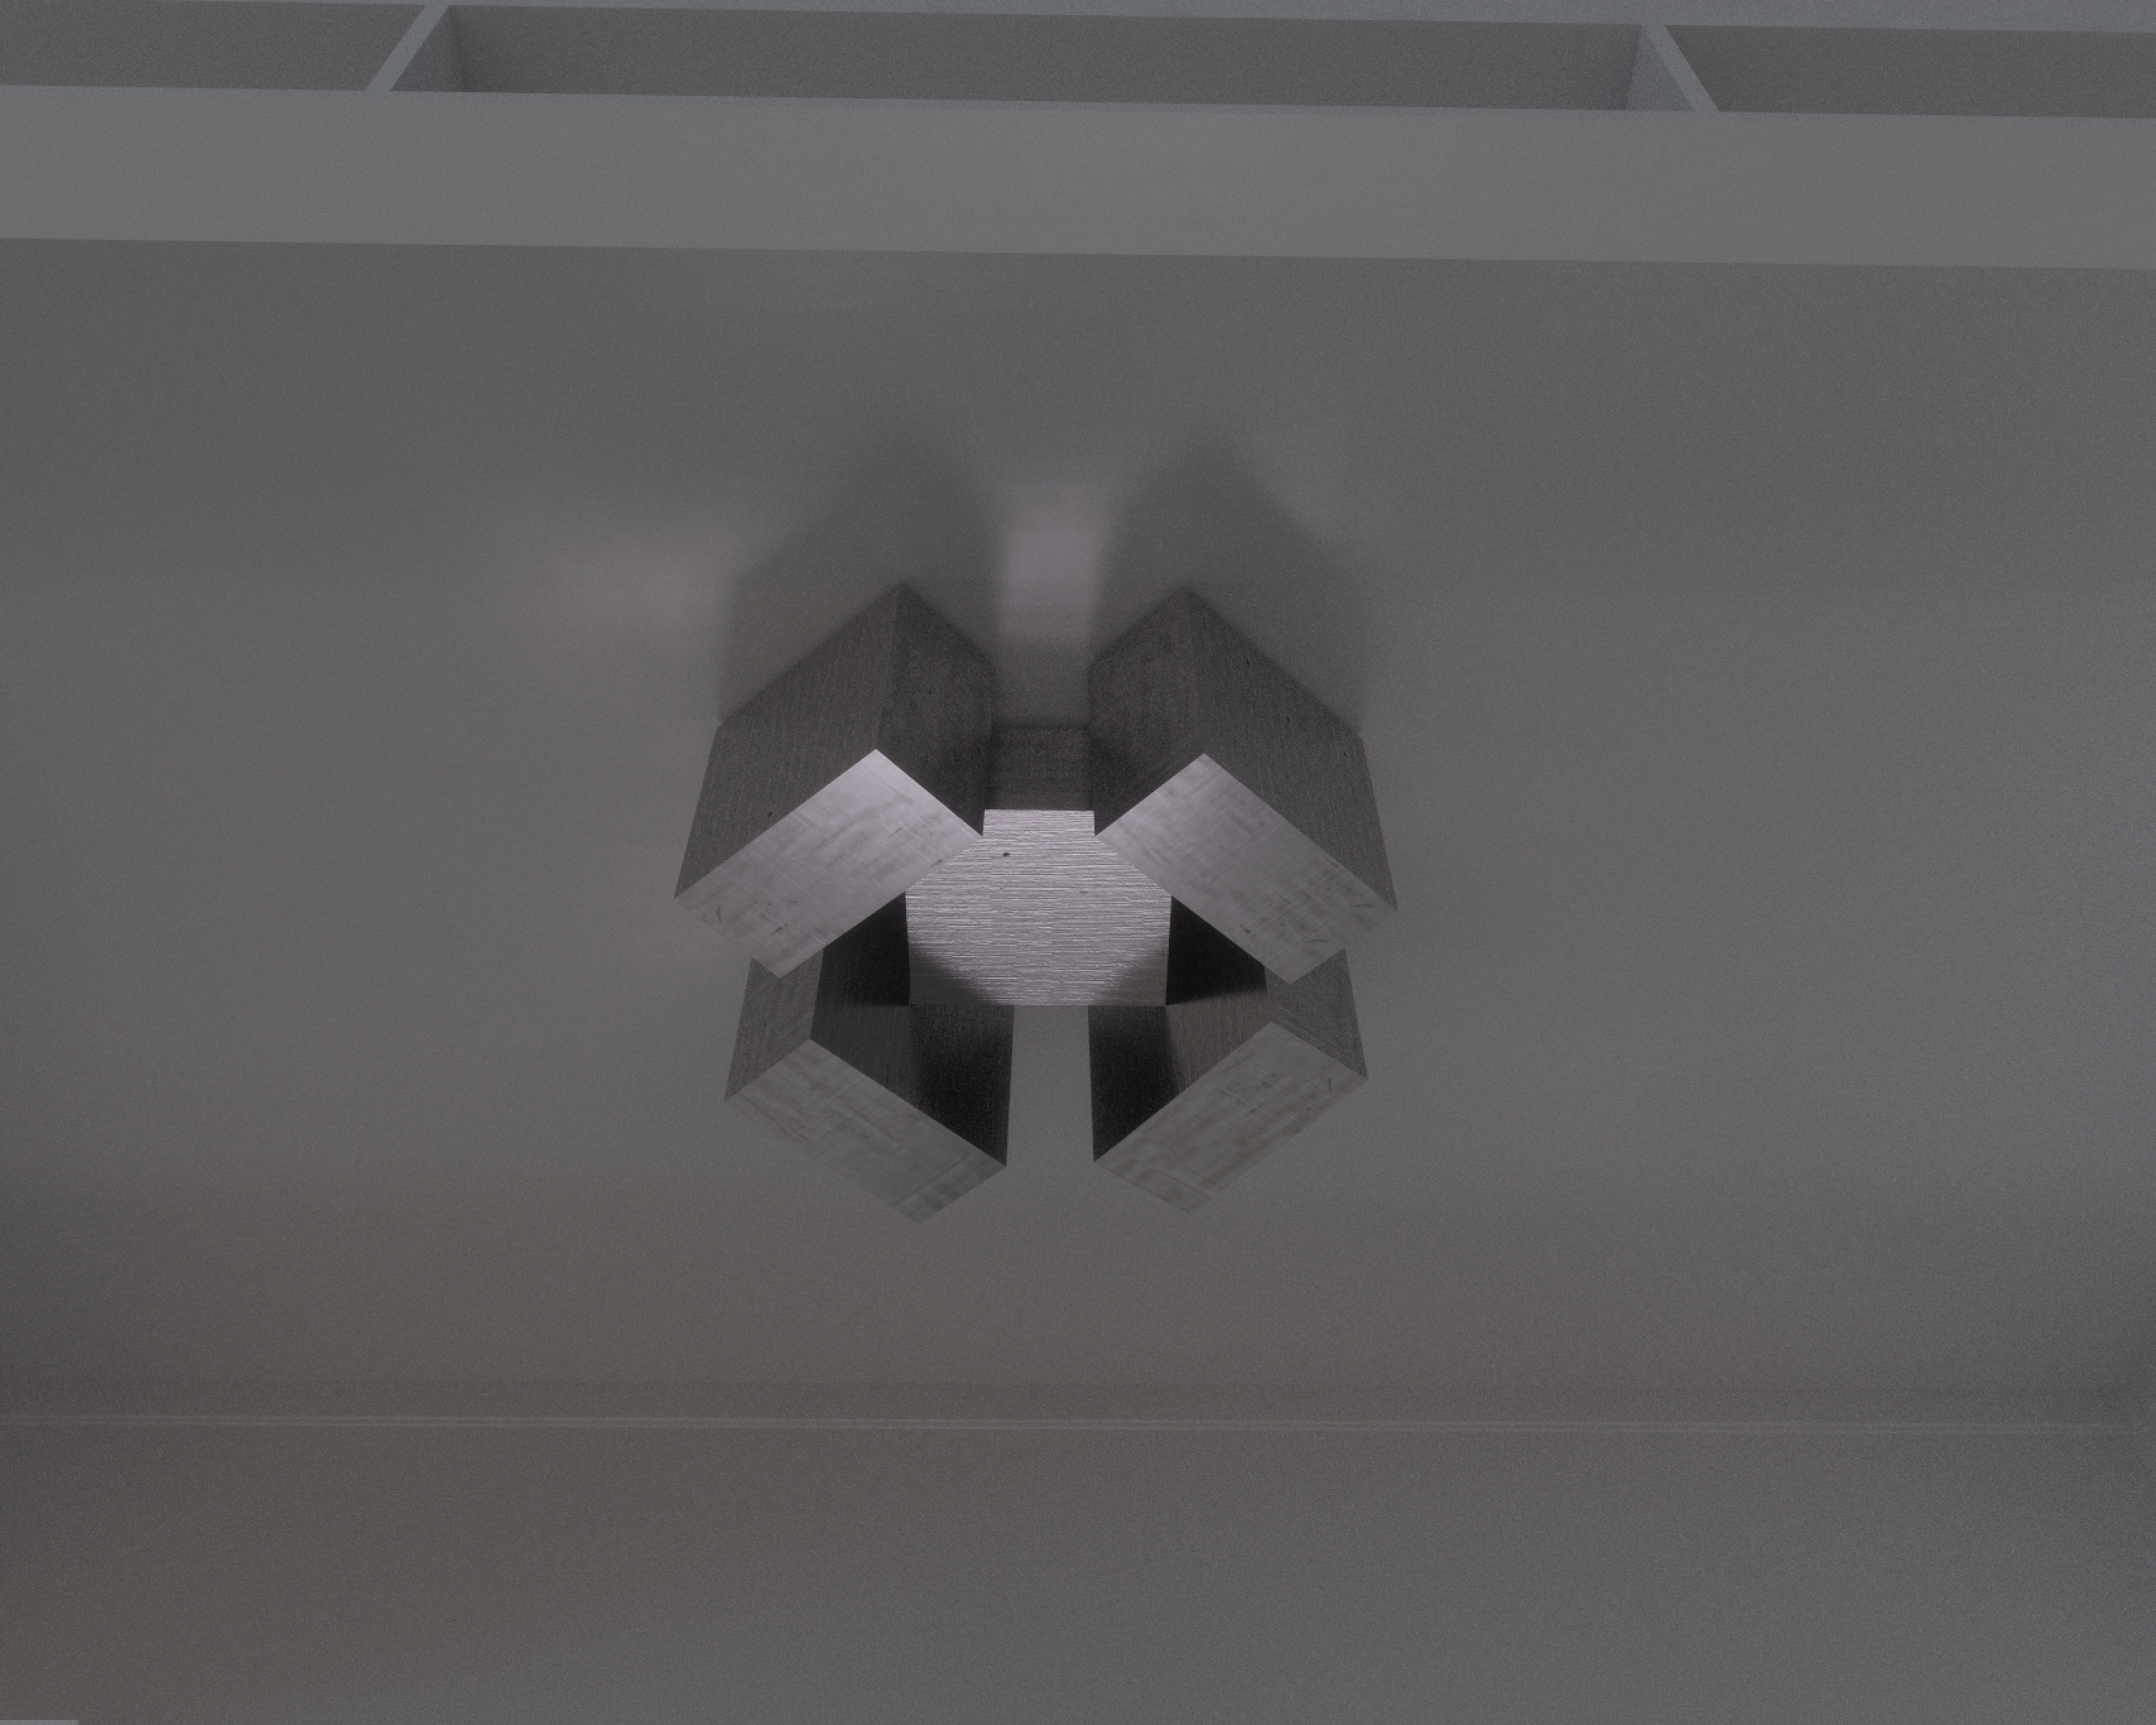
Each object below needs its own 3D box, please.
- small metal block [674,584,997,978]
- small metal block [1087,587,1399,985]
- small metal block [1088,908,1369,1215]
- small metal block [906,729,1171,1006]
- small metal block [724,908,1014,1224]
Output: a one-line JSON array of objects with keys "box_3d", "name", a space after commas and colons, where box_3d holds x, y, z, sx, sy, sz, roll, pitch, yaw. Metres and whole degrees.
[{"box_3d": [-0.043, -0.015, 0.377, 0.050, 0.050, 0.025, -34, 122, 26], "name": "small metal block"}, {"box_3d": [0.029, -0.014, 0.378, 0.025, 0.050, 0.050, -38, 122, 26], "name": "small metal block"}, {"box_3d": [0.028, 0.034, 0.418, 0.025, 0.050, 0.050, 33, 122, -26], "name": "small metal block"}, {"box_3d": [-0.007, 0.001, 0.407, 0.050, 0.025, 0.050, 0, 130, -1], "name": "small metal block"}, {"box_3d": [-0.040, 0.036, 0.421, 0.025, 0.050, 0.050, -37, 121, 28], "name": "small metal block"}]
